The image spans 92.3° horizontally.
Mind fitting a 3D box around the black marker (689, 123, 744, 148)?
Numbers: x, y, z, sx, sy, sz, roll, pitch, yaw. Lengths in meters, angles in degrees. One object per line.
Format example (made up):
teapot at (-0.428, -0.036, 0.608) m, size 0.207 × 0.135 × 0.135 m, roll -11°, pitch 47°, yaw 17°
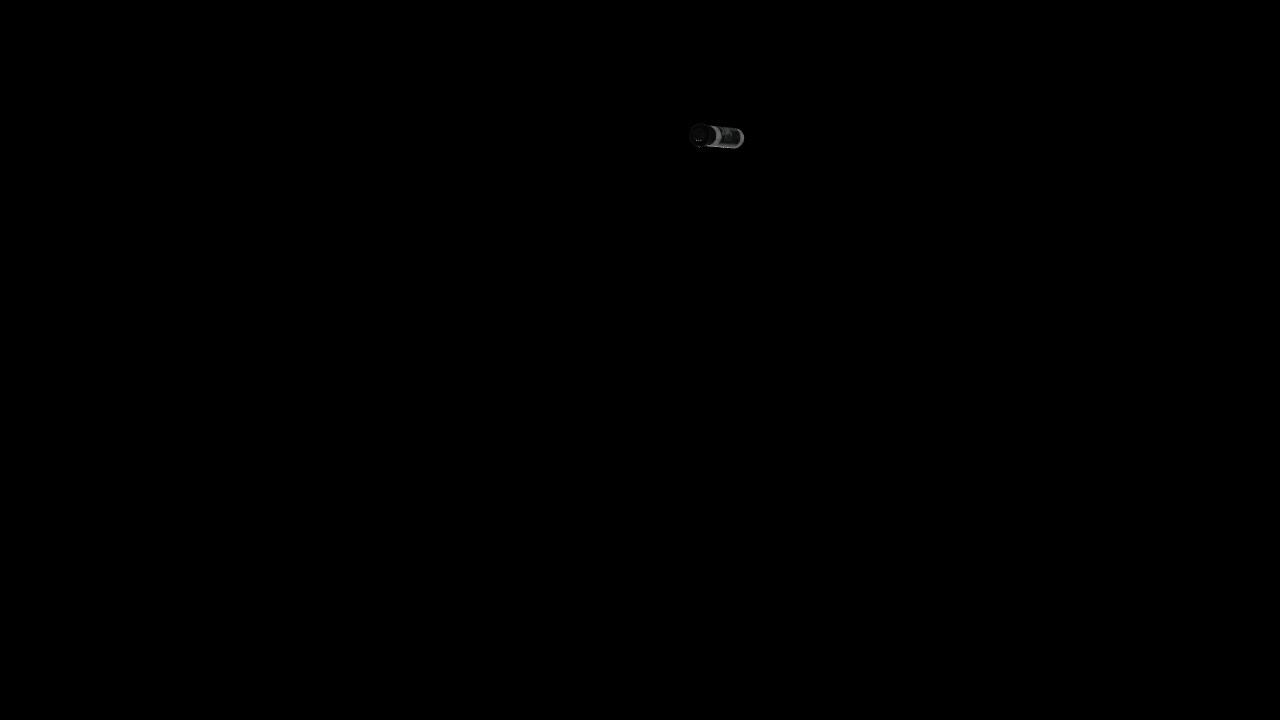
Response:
black marker at (0.071, -0.202, 0.557) m, size 0.020 × 0.020 × 0.121 m, roll 0°, pitch 17°, yaw 24°
